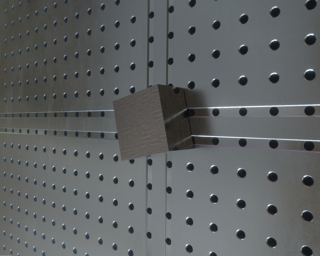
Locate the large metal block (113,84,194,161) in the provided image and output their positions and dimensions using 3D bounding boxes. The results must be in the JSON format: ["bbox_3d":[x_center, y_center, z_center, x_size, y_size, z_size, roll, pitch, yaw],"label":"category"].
[{"bbox_3d":[-0.010,-0.005,0.401,0.080,0.050,0.080,-15,81,39],"label":"large metal block"}]
